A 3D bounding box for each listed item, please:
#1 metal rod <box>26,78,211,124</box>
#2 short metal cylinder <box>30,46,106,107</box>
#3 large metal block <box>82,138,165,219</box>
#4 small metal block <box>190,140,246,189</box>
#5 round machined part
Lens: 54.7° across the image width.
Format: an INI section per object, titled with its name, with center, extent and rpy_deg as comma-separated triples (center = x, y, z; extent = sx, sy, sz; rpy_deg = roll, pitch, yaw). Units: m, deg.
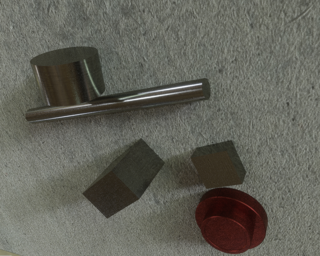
[metal rod]
center = -0.077, -0.032, 0.425
extent = 0.300, 0.025, 0.025
rpy_deg = -6, 116, 30
[short metal cylinder]
center = -0.113, -0.067, 0.388
extent = 0.080, 0.080, 0.050
rpy_deg = 7, 122, 24
[large metal block]
center = -0.051, 0.071, 0.440
extent = 0.050, 0.080, 0.080
rpy_deg = 47, 129, -5
[small metal block]
center = 0.075, 0.048, 0.396
extent = 0.050, 0.025, 0.050
rpy_deg = -16, 110, 34
[round machined part]
center = 0.095, 0.134, 0.428
extent = 0.098, 0.042, 0.097
rpy_deg = 13, 124, 20
